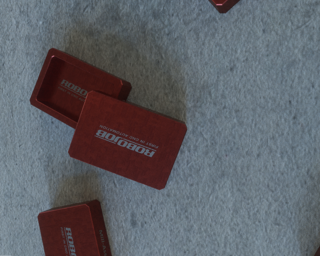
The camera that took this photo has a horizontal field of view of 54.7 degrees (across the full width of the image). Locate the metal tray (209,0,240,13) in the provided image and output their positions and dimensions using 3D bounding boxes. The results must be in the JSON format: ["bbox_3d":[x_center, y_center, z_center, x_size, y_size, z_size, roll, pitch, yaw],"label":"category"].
[{"bbox_3d":[0.096,-0.217,0.372,0.130,0.030,0.090,-40,78,15],"label":"metal tray"}]

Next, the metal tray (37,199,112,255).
[{"bbox_3d":[-0.119,0.177,0.447,0.090,0.030,0.129,-15,85,19],"label":"metal tray"}]

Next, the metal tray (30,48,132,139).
[{"bbox_3d":[-0.116,-0.049,0.445,0.130,0.030,0.090,27,99,17],"label":"metal tray"}]

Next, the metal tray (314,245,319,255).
[{"bbox_3d":[0.226,0.137,0.327,0.090,0.030,0.129,27,99,17],"label":"metal tray"}]

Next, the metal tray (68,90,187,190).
[{"bbox_3d":[-0.041,0.014,0.399,0.131,0.030,0.089,20,98,1],"label":"metal tray"}]
